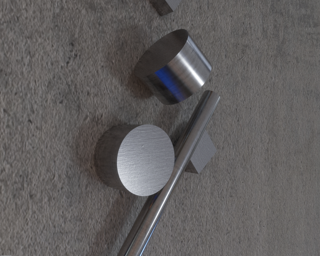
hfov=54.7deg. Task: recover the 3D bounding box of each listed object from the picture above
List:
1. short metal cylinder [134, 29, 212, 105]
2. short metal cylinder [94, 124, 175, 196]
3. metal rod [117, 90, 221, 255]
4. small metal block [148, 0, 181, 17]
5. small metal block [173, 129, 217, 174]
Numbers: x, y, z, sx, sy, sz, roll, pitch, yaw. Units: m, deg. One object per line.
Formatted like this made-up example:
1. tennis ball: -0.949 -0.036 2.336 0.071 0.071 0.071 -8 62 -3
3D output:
1. short metal cylinder: 0.016 -0.075 0.382 0.050 0.080 0.080 46 63 -31
2. short metal cylinder: -0.030 0.036 0.364 0.081 0.050 0.079 0 90 -40
3. metal rod: 0.003 0.079 0.380 0.025 0.025 0.300 42 67 -32
4. small metal block: 0.006 -0.187 0.409 0.050 0.025 0.050 45 63 -31
5. small metal block: 0.050 0.030 0.446 0.050 0.025 0.050 -46 118 -30
